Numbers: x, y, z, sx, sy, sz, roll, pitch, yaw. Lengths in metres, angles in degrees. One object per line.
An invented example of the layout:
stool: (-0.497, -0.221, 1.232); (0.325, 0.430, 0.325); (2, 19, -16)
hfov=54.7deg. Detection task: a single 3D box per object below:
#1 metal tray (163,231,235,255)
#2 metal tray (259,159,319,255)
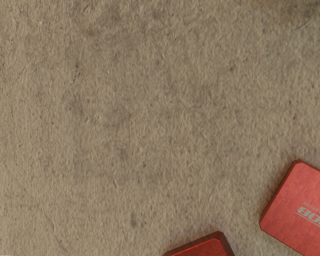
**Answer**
metal tray: (0.065, 0.207, 0.383); (0.090, 0.030, 0.130); (-29, 81, 17)
metal tray: (0.189, 0.104, 0.340); (0.130, 0.030, 0.090); (30, 99, 17)
